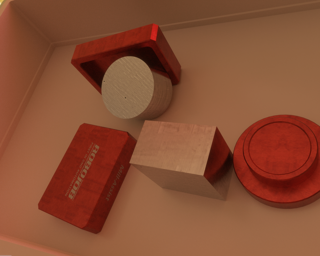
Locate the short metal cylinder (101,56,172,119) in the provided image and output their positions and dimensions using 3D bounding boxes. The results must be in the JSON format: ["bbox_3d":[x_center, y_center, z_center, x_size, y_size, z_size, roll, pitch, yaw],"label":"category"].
[{"bbox_3d":[-0.031,-0.051,0.416,0.080,0.050,0.079,0,89,28],"label":"short metal cylinder"}]

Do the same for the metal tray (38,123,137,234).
[{"bbox_3d":[-0.094,0.062,0.412,0.090,0.030,0.130,11,67,32],"label":"metal tray"}]

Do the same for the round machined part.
[{"bbox_3d":[0.123,0.028,0.313,0.098,0.042,0.098,-13,56,20],"label":"round machined part"}]

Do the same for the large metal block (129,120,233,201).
[{"bbox_3d":[0.028,0.035,0.333,0.080,0.080,0.050,5,65,30],"label":"large metal block"}]

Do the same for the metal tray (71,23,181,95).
[{"bbox_3d":[-0.046,-0.090,0.441,0.130,0.090,0.030,-8,57,23],"label":"metal tray"}]
